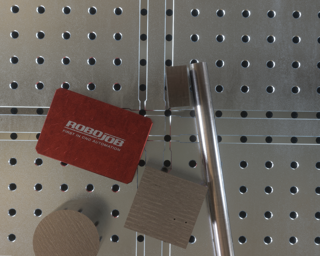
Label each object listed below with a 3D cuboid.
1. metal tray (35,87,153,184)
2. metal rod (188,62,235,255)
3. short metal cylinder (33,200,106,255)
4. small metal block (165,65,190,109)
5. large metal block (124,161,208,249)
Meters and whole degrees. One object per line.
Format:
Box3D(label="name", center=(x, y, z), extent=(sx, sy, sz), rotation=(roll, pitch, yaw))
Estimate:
Box3D(label="metal tray", center=(-0.084, 0.010, 0.410), extent=(0.131, 0.030, 0.090), rotation=(19, 90, -1))
Box3D(label="metal rod", center=(0.072, 0.062, 0.414), extent=(0.025, 0.025, 0.298), rotation=(-8, 90, 0))
Box3D(label="short metal cylinder", center=(-0.114, 0.138, 0.399), extent=(0.081, 0.050, 0.079), rotation=(0, 90, -1))
Box3D(label="small metal block", center=(0.022, -0.051, 0.401), extent=(0.025, 0.050, 0.050), rotation=(-5, 90, 0))
Box3D(label="large metal block", center=(0.007, 0.096, 0.401), extent=(0.080, 0.050, 0.080), rotation=(20, 90, -1))
